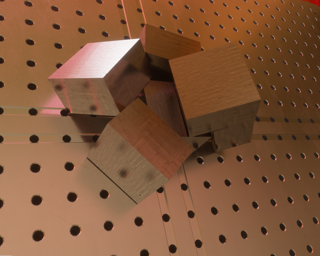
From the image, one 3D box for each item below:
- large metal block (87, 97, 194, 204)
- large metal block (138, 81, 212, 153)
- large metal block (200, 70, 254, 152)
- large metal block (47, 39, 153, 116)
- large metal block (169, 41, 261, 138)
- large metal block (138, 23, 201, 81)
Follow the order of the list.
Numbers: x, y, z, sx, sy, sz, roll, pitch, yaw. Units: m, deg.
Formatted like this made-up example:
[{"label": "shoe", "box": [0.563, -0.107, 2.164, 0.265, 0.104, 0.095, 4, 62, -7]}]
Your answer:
[{"label": "large metal block", "box": [-0.024, 0.027, 0.341, 0.080, 0.080, 0.050, 43, 50, 1]}, {"label": "large metal block", "box": [0.011, -0.013, 0.405, 0.081, 0.050, 0.080, 1, 61, -28]}, {"label": "large metal block", "box": [0.088, -0.023, 0.423, 0.050, 0.080, 0.080, -17, 65, 6]}, {"label": "large metal block", "box": [-0.067, -0.060, 0.365, 0.080, 0.080, 0.050, -58, 140, -39]}, {"label": "large metal block", "box": [0.061, -0.044, 0.362, 0.080, 0.050, 0.080, -15, 64, 2]}, {"label": "large metal block", "box": [0.002, -0.085, 0.426, 0.081, 0.080, 0.050, 12, 57, -21]}]
